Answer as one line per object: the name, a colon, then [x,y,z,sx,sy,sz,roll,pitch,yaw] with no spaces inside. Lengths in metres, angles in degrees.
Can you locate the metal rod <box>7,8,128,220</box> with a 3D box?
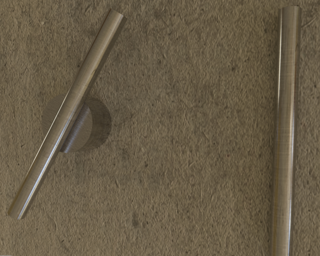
metal rod: [-0.123,-0.010,0.399,0.025,0.025,0.299,33,100,17]

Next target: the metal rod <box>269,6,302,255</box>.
metal rod: [0.144,0.014,0.357,0.025,0.025,0.298,2,91,20]

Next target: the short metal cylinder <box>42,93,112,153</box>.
short metal cylinder: [-0.116,-0.007,0.437,0.080,0.050,0.079,0,90,20]
